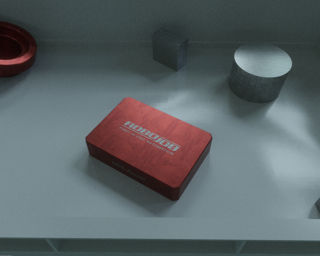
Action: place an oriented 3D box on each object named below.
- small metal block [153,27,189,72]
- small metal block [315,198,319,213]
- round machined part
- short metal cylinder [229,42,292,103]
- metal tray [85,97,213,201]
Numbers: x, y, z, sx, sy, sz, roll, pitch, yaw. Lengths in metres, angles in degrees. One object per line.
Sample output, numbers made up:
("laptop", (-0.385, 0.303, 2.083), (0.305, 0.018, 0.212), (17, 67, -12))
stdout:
("small metal block", (0.016, -0.126, 0.495), (0.050, 0.050, 0.025), (32, 57, 23))
("small metal block", (0.204, 0.094, 0.329), (0.050, 0.025, 0.050), (-6, 50, -6))
("round machined part", (-0.243, -0.116, 0.474), (0.099, 0.042, 0.098), (14, 49, -17))
("short metal cylinder", (0.147, -0.083, 0.460), (0.081, 0.050, 0.080), (0, 50, 0))
("metal tray", (-0.013, 0.021, 0.384), (0.130, 0.030, 0.090), (25, 54, 19))
